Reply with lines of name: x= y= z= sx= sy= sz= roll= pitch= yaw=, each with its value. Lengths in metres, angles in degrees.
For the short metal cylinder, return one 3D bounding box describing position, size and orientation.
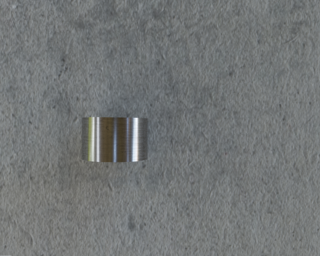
short metal cylinder: x=-0.055 y=0.013 z=0.382 sx=0.081 sy=0.080 sz=0.050 roll=1 pitch=90 yaw=-1
